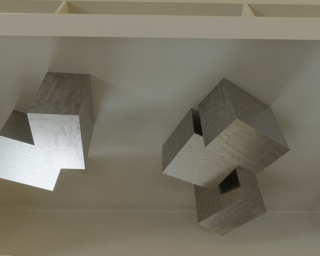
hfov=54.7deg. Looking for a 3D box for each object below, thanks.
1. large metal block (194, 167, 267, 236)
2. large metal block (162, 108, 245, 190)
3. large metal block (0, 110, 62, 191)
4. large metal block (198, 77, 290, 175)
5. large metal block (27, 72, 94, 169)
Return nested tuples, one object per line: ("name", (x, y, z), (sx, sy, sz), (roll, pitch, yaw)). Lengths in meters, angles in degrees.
("large metal block", (0.099, 0.098, 0.457), (0.050, 0.080, 0.080), (34, 122, -25))
("large metal block", (0.057, 0.031, 0.419), (0.080, 0.050, 0.080), (22, 127, -18))
("large metal block", (-0.171, 0.032, 0.418), (0.080, 0.050, 0.079), (19, 128, -16))
("large metal block", (0.097, -0.003, 0.371), (0.080, 0.080, 0.050), (27, 125, -22))
("large metal block", (-0.110, -0.009, 0.363), (0.050, 0.080, 0.079), (2, 130, -4))
